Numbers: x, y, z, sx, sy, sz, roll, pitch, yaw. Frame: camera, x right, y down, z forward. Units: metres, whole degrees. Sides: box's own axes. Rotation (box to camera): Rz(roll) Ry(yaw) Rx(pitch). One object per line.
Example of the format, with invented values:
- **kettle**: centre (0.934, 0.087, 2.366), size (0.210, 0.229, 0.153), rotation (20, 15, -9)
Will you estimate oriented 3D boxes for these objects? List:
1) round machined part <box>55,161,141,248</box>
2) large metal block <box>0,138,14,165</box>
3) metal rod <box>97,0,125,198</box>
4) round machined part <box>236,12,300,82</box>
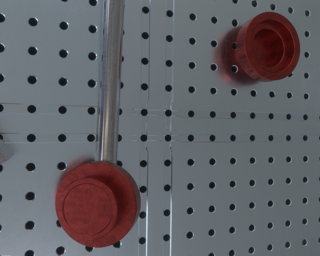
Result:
- **round machined part**: centre (-0.075, 0.088, 0.354), size (0.098, 0.042, 0.097), rotation (0, 89, 10)
- **large metal block**: centre (-0.215, 0.020, 0.320), size (0.080, 0.050, 0.080), rotation (-34, 101, -17)
- **metal rod**: centre (-0.062, -0.047, 0.389), size (0.025, 0.025, 0.298), rotation (3, 89, -20)
- **round machined part**: centre (0.155, -0.117, 0.460), size (0.099, 0.042, 0.097), rotation (0, 90, -20)
